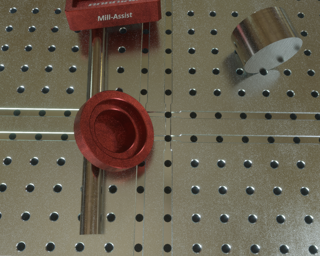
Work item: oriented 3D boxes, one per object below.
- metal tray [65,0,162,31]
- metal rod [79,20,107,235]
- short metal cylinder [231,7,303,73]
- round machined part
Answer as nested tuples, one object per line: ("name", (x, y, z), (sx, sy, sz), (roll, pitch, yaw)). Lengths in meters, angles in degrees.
("metal tray", (-0.069, -0.187, 0.459), (0.131, 0.030, 0.090), (-8, 48, -4))
("metal rod", (-0.087, -0.015, 0.416), (0.025, 0.025, 0.299), (-2, 70, -1))
("short metal cylinder", (0.146, -0.119, 0.428), (0.081, 0.080, 0.050), (-16, 71, -6))
("round machined part", (-0.060, 0.006, 0.384), (0.099, 0.042, 0.098), (15, 64, -32))
